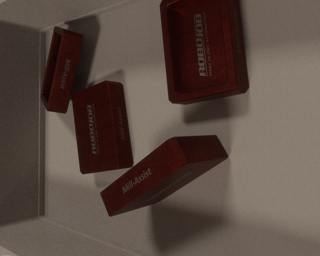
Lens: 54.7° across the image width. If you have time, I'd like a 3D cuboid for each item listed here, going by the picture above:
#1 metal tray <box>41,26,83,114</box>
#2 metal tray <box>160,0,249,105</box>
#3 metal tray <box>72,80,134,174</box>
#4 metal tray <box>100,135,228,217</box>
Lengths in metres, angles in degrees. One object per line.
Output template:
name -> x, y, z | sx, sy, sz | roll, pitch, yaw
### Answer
metal tray -> -0.167, -0.099, 0.518 | 0.090, 0.030, 0.129 | 37, 114, 56
metal tray -> 0.049, -0.098, 0.361 | 0.090, 0.030, 0.129 | -9, 85, 39
metal tray -> -0.091, 0.002, 0.476 | 0.090, 0.030, 0.129 | -14, 81, 38
metal tray -> 0.004, 0.055, 0.359 | 0.129, 0.091, 0.030 | -40, 66, 32
